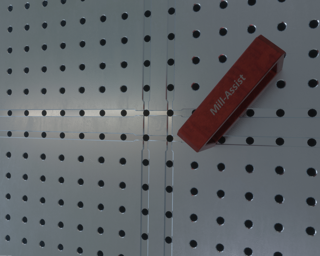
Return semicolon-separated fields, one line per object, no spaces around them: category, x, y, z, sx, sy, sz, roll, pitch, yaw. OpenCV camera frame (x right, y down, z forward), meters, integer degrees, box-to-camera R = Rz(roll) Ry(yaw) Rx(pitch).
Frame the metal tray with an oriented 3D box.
metal tray;0.082;-0.033;0.348;0.030;0.090;0.130;43;103;15
